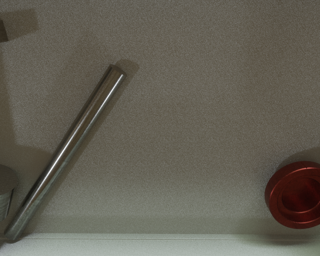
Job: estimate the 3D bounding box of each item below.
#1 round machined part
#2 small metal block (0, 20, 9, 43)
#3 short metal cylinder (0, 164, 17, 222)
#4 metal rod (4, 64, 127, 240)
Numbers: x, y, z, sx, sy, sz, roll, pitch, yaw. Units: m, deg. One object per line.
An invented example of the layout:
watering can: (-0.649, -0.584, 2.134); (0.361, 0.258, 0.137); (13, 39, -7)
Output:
round machined part: (0.197, 0.090, 0.438); (0.099, 0.042, 0.097); (0, 110, -1)
small metal block: (-0.213, -0.107, 0.355); (0.050, 0.050, 0.025); (-7, 110, 2)
short metal cylinder: (-0.238, 0.086, 0.410); (0.080, 0.080, 0.050); (20, 109, -8)
metal rod: (-0.137, 0.043, 0.425); (0.025, 0.025, 0.299); (33, 106, -12)
